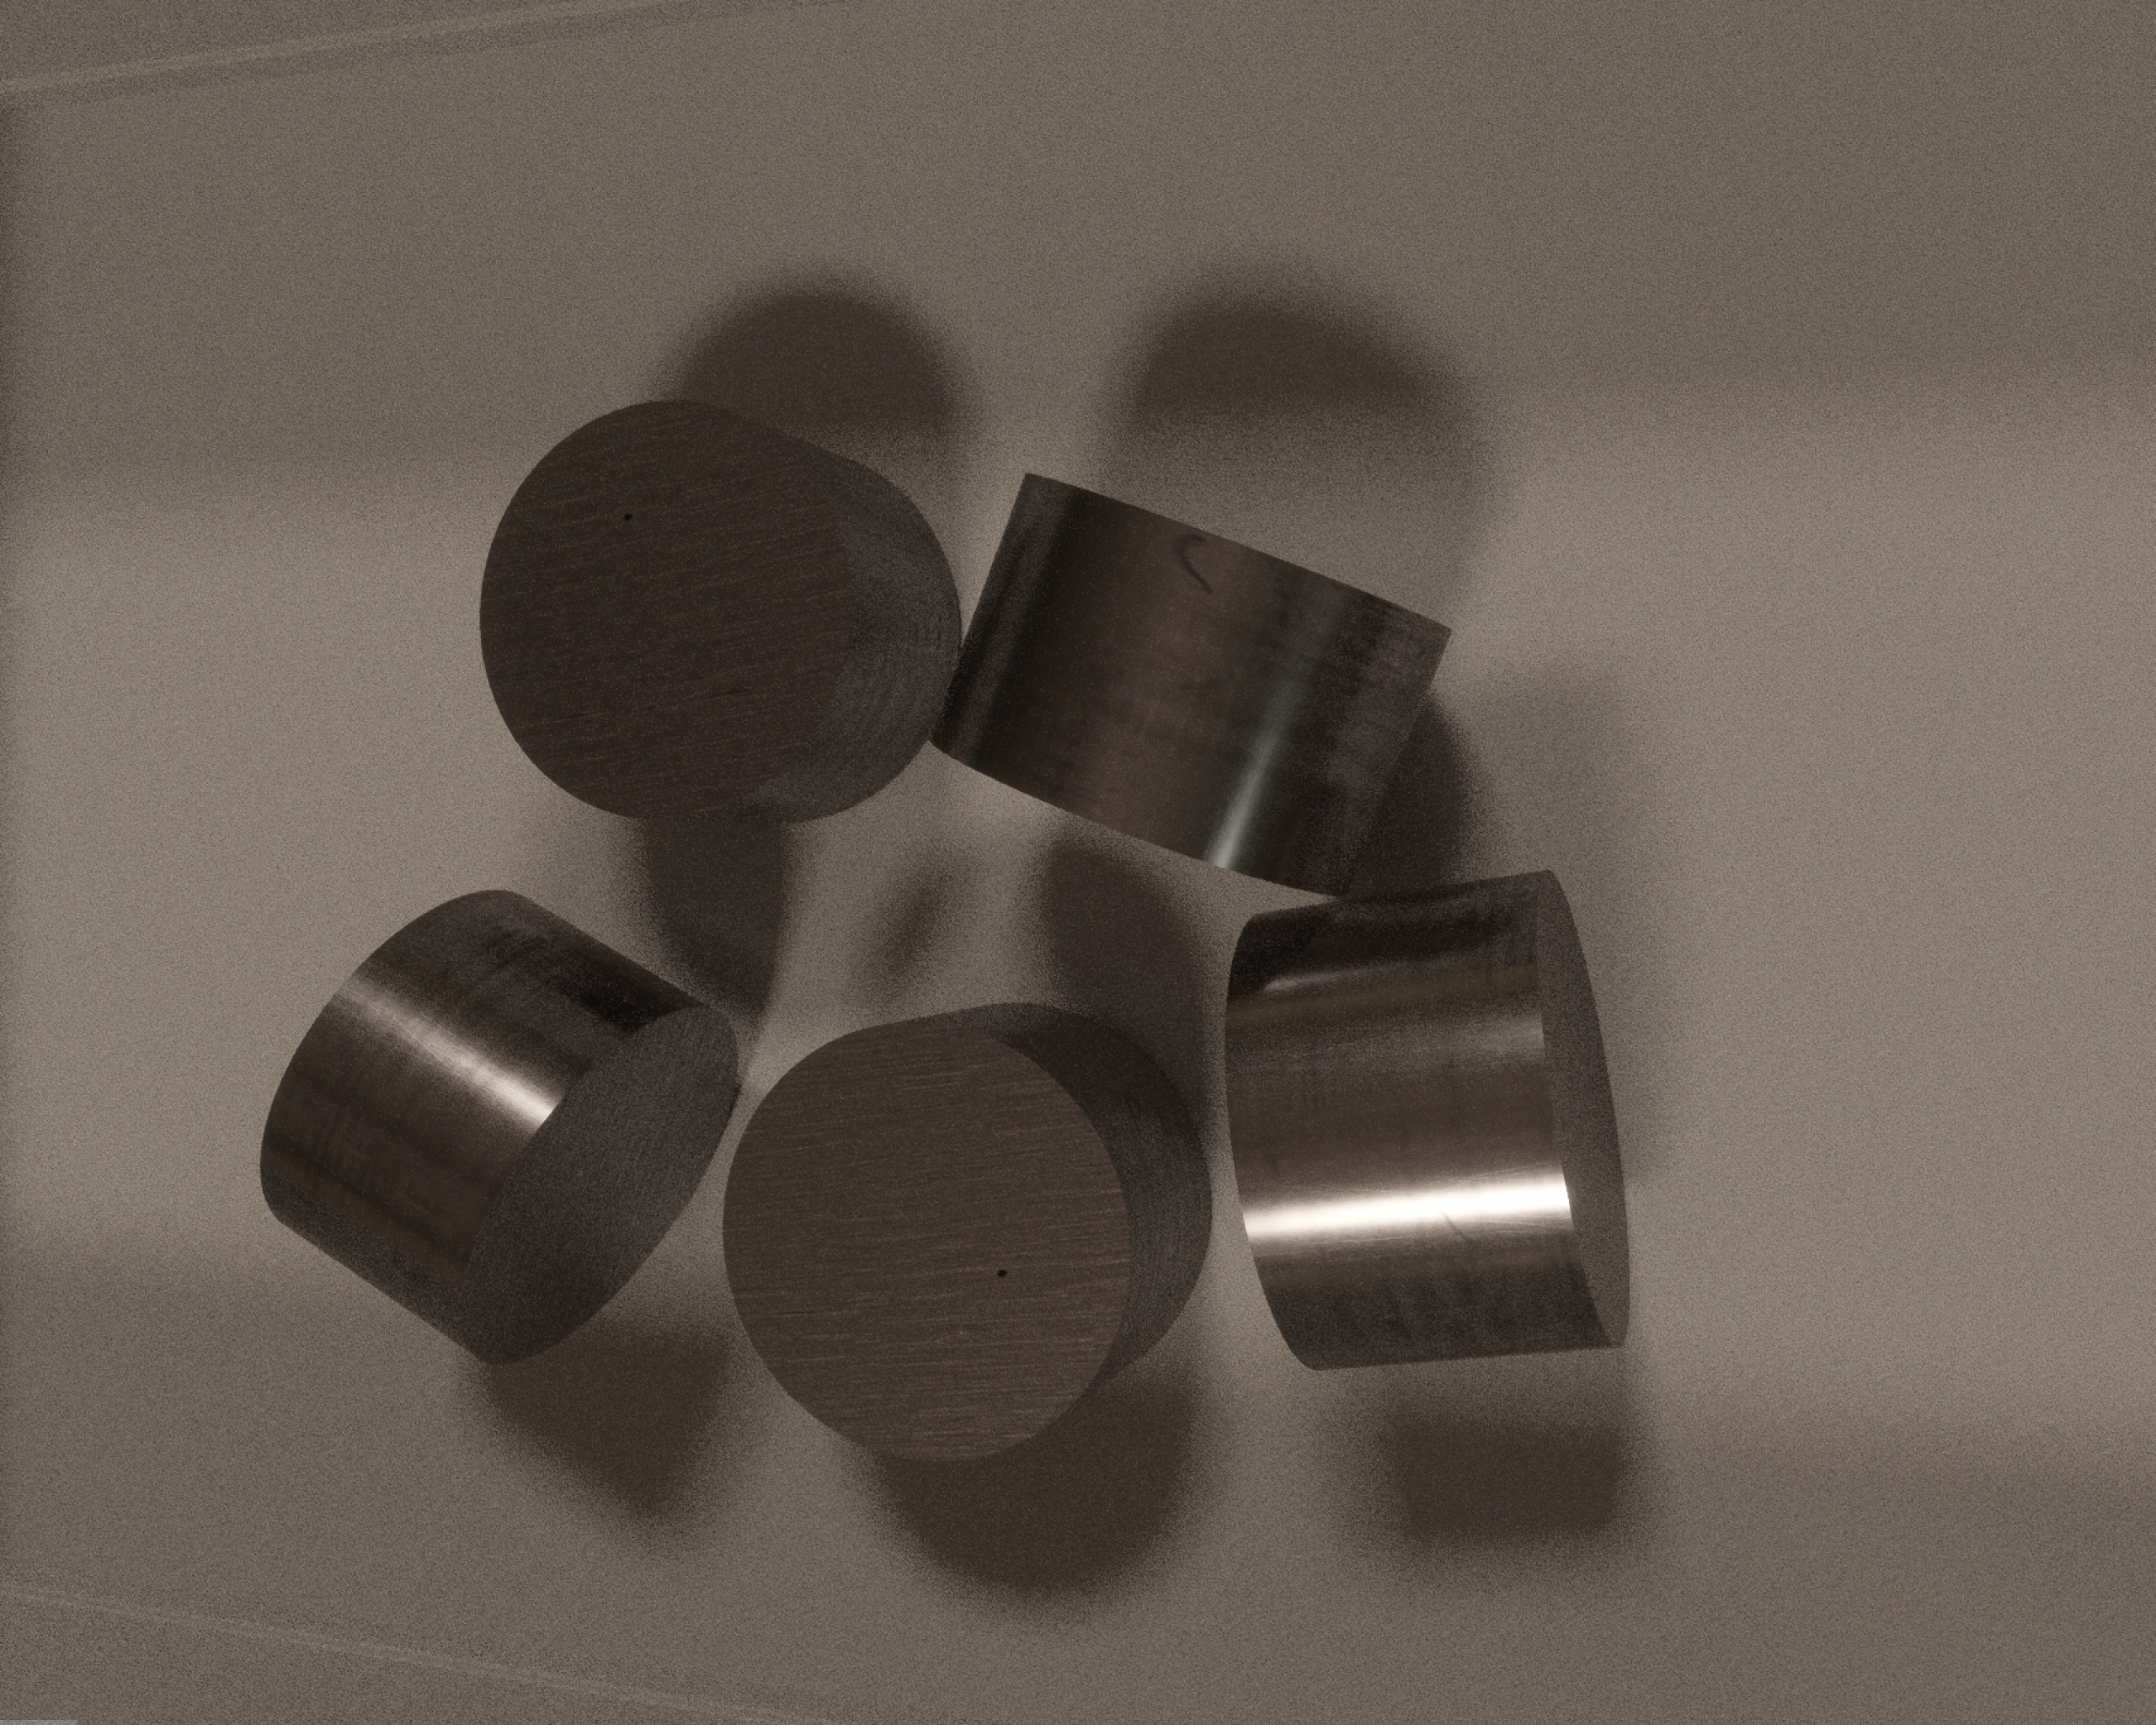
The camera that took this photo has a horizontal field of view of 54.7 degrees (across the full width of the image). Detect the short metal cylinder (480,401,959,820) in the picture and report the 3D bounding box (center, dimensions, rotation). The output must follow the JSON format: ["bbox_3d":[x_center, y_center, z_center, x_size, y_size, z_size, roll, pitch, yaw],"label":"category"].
[{"bbox_3d":[-0.071,-0.048,0.419,0.080,0.050,0.079,0,90,19],"label":"short metal cylinder"}]

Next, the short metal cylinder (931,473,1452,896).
[{"bbox_3d":[0.020,-0.032,0.373,0.080,0.080,0.050,23,98,18],"label":"short metal cylinder"}]

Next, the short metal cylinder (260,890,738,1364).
[{"bbox_3d":[-0.113,0.052,0.417,0.050,0.080,0.080,29,99,17],"label":"short metal cylinder"}]

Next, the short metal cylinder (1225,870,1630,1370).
[{"bbox_3d":[0.062,0.044,0.357,0.050,0.080,0.080,-10,87,19],"label":"short metal cylinder"}]

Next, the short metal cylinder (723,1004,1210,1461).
[{"bbox_3d":[-0.020,0.068,0.402,0.080,0.050,0.079,0,90,19],"label":"short metal cylinder"}]
